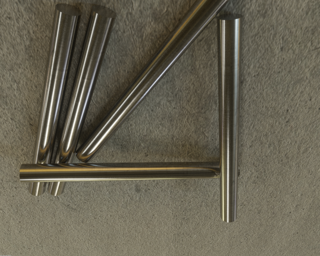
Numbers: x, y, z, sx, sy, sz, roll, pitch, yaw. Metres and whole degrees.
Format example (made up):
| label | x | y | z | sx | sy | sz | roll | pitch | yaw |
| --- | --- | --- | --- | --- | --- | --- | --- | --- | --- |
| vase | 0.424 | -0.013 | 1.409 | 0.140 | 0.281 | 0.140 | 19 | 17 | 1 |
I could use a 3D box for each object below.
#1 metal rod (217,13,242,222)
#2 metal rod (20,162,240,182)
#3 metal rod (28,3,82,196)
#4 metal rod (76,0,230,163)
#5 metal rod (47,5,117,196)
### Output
| label | x | y | z | sx | sy | sz | roll | pitch | yaw |
| --- | --- | --- | --- | --- | --- | --- | --- | --- | --- |
| metal rod | 0.088 | 0.011 | 0.394 | 0.025 | 0.025 | 0.298 | -5 | 123 | 4 |
| metal rod | -0.035 | 0.061 | 0.438 | 0.302 | 0.025 | 0.025 | 0 | 131 | -9 |
| metal rod | -0.142 | -0.010 | 0.396 | 0.025 | 0.025 | 0.298 | 16 | 129 | -13 |
| metal rod | -0.019 | -0.053 | 0.361 | 0.025 | 0.025 | 0.299 | 30 | 124 | -23 |
| metal rod | -0.109 | -0.010 | 0.397 | 0.025 | 0.025 | 0.298 | 16 | 128 | -14 |
